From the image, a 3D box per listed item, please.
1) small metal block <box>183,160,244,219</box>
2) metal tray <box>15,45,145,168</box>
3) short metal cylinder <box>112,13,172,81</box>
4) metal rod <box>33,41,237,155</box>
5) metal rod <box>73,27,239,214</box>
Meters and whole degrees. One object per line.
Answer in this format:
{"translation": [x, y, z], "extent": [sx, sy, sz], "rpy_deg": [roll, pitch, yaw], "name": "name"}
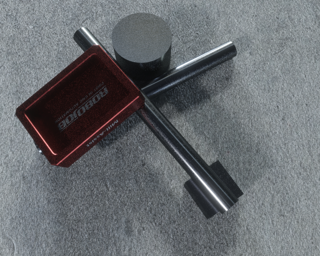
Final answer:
{"translation": [0.065, 0.076, 0.382], "extent": [0.050, 0.025, 0.050], "rpy_deg": [-32, 73, -11], "name": "small metal block"}
{"translation": [-0.096, -0.026, 0.374], "extent": [0.130, 0.030, 0.090], "rpy_deg": [-40, 74, -2], "name": "metal tray"}
{"translation": [-0.024, -0.113, 0.436], "extent": [0.081, 0.050, 0.080], "rpy_deg": [0, 70, 0], "name": "short metal cylinder"}
{"translation": [-0.026, -0.046, 0.426], "extent": [0.302, 0.025, 0.025], "rpy_deg": [-28, 73, -10], "name": "metal rod"}
{"translation": [-0.015, -0.020, 0.390], "extent": [0.025, 0.025, 0.300], "rpy_deg": [-37, 75, -13], "name": "metal rod"}
